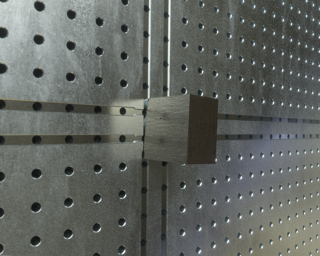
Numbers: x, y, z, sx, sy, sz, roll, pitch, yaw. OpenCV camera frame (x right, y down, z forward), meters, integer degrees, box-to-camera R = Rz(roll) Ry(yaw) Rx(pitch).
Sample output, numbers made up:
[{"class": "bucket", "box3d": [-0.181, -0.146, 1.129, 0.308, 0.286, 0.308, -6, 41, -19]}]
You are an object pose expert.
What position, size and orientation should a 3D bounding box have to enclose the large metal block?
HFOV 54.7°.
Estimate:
[{"class": "large metal block", "box3d": [0.025, 0.002, 0.395, 0.050, 0.080, 0.080, 4, 87, -40]}]
